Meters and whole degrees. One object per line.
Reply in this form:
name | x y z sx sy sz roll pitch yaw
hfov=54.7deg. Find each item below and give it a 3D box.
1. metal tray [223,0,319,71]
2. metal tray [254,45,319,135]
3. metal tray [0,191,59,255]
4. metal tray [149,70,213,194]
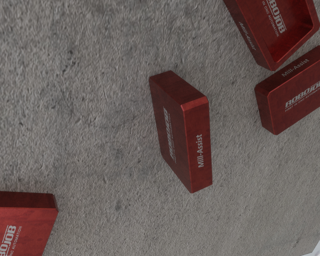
metal tray | 0.144 -0.147 0.390 0.090 0.030 0.130 -44 129 2
metal tray | 0.216 -0.058 0.486 0.131 0.030 0.090 -32 129 -7
metal tray | -0.191 0.140 0.386 0.091 0.030 0.129 12 112 -34
metal tray | 0.026 0.005 0.381 0.030 0.090 0.129 -21 127 -16
